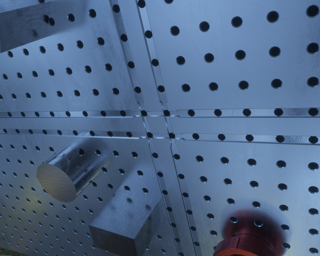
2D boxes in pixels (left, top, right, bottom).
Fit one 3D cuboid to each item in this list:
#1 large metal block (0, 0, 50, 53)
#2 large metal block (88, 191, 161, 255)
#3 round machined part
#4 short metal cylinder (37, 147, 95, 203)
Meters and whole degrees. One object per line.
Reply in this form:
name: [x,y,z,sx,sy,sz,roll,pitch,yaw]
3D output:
large metal block: [-0.201,-0.145,0.392,0.080,0.080,0.050,29,128,10]
large metal block: [-0.054,0.156,0.501,0.080,0.080,0.050,8,122,24]
round machined part: [0.129,0.196,0.453,0.098,0.042,0.097,13,124,21]
short metal cylinder: [-0.160,0.080,0.529,0.080,0.050,0.079,13,124,21]
